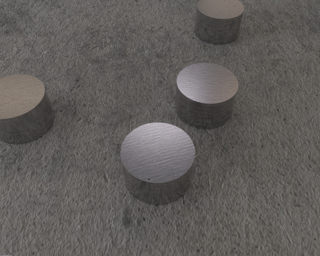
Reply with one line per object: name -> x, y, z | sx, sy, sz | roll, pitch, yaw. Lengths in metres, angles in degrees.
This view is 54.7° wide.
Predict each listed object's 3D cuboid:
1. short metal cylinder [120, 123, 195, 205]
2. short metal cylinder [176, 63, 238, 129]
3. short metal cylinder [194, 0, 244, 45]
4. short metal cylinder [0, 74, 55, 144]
short metal cylinder -> -0.002, 0.040, 0.353 | 0.080, 0.050, 0.080 | 0, 50, 0
short metal cylinder -> 0.062, -0.045, 0.425 | 0.080, 0.050, 0.080 | 0, 50, 0
short metal cylinder -> 0.103, -0.192, 0.549 | 0.080, 0.050, 0.080 | 0, 50, 0
short metal cylinder -> -0.186, -0.025, 0.407 | 0.080, 0.050, 0.080 | 0, 50, 0
